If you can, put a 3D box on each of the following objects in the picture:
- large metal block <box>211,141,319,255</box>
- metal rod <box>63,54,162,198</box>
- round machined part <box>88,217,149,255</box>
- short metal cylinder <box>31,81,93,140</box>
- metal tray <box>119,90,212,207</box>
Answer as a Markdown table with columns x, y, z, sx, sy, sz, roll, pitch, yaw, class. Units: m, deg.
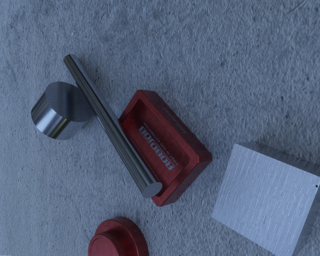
| x | y | z | sx | sy | sz | roll | pitch | yaw | class |
| --- | --- | --- | --- | --- | --- | --- | --- | --- | --- |
| 0.107 | 0.065 | 0.300 | 0.080 | 0.050 | 0.079 | 24 | 105 | 37 | large metal block |
| -0.080 | -0.023 | 0.434 | 0.300 | 0.025 | 0.025 | 52 | 121 | 39 | metal rod |
| -0.066 | 0.182 | 0.446 | 0.098 | 0.042 | 0.097 | 0 | 90 | 39 | round machined part |
| -0.155 | -0.027 | 0.494 | 0.050 | 0.081 | 0.080 | -42 | 65 | 32 | short metal cylinder |
| -0.005 | 0.023 | 0.403 | 0.130 | 0.030 | 0.090 | 50 | 119 | 28 | metal tray |
